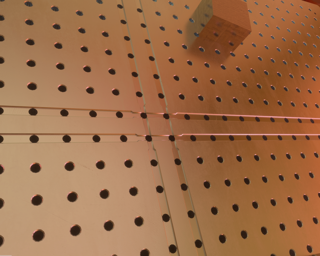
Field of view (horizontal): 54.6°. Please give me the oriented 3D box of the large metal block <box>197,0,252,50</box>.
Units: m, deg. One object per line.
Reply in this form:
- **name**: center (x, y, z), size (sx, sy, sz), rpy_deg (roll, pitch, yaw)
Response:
- **large metal block**: center (0.118, -0.204, 0.579), size (0.081, 0.050, 0.080), rpy_deg (15, 56, -20)

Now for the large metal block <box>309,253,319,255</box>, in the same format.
- **large metal block**: center (0.200, 0.184, 0.368), size (0.081, 0.080, 0.050), rpy_deg (-9, 67, -32)
